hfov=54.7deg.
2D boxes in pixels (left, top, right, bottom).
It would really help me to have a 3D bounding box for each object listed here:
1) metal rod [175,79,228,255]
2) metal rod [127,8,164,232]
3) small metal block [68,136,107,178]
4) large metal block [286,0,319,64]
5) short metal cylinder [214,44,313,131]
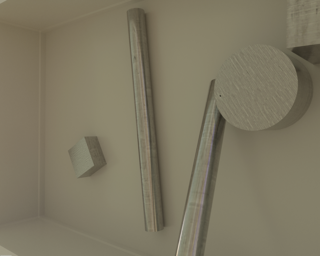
[{"bbox_3d":[0.034,0.083,0.289,0.025,0.025,0.300,-7,57,39],"label":"metal rod"},{"bbox_3d":[-0.021,-0.014,0.421,0.025,0.025,0.298,-9,85,39],"label":"metal rod"},{"bbox_3d":[-0.118,0.047,0.502,0.050,0.025,0.050,-36,68,34],"label":"small metal block"},{"bbox_3d":[0.143,-0.101,0.253,0.050,0.081,0.079,1,91,40],"label":"large metal block"},{"bbox_3d":[0.102,-0.037,0.306,0.080,0.050,0.079,0,90,39],"label":"short metal cylinder"}]
